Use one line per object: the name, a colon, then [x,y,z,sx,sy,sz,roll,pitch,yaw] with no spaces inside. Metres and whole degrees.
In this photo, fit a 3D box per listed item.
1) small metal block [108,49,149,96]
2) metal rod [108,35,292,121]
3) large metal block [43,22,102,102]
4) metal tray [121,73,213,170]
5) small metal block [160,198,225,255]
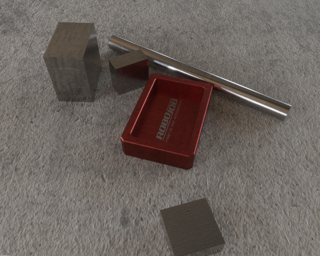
small metal block: [-0.045,-0.082,0.455,0.050,0.050,0.025,-22,54,-18]
metal rod: [0.047,-0.083,0.473,0.301,0.025,0.025,26,55,20]
large metal block: [-0.121,-0.094,0.445,0.050,0.080,0.080,2,50,1]
metal tray: [0.013,-0.014,0.411,0.090,0.030,0.130,13,51,10]
small metal block: [0.031,0.105,0.315,0.050,0.025,0.050,-12,51,-11]
